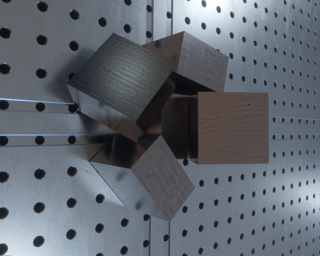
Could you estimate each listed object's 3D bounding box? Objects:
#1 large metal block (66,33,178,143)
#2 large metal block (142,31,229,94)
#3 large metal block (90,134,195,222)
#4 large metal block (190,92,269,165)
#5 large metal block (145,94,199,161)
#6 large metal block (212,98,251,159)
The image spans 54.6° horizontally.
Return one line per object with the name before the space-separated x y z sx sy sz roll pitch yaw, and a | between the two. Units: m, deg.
large metal block | -0.037 -0.044 0.333 0.080 0.080 0.050 -56 167 -25
large metal block | 0.027 -0.075 0.395 0.080 0.080 0.050 17 79 -39
large metal block | -0.020 0.053 0.354 0.050 0.080 0.080 -48 119 -30
large metal block | 0.079 0.000 0.368 0.080 0.050 0.080 0 89 -6
large metal block | 0.016 -0.001 0.405 0.081 0.050 0.080 1 90 -40
large metal block | 0.089 0.000 0.436 0.050 0.080 0.080 0 90 -2
